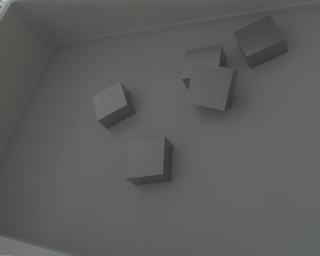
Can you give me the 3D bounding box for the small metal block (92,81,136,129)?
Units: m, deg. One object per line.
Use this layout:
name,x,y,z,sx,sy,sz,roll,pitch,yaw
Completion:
small metal block,-0.070,-0.034,0.464,0.050,0.025,0.050,-28,52,10

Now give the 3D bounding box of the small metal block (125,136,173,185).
small metal block,-0.013,0.041,0.387,0.050,0.025,0.050,-10,57,22

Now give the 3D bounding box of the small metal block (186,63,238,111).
small metal block,0.065,-0.051,0.385,0.050,0.025,0.050,15,101,25

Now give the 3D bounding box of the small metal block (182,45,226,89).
small metal block,0.061,-0.083,0.425,0.050,0.025,0.050,-3,60,26

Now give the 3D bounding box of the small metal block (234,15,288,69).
small metal block,0.131,-0.113,0.406,0.050,0.025,0.050,-23,53,14
